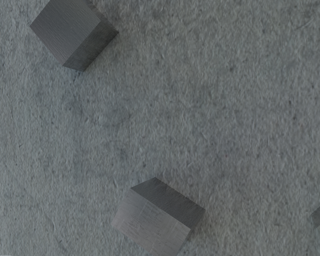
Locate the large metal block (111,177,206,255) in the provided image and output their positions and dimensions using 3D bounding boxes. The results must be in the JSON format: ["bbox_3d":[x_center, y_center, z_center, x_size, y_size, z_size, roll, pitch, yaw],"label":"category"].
[{"bbox_3d":[0.001,0.108,0.379,0.080,0.080,0.050,30,100,17],"label":"large metal block"}]

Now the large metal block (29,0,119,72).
[{"bbox_3d":[-0.120,-0.139,0.437,0.080,0.050,0.080,-44,77,14],"label":"large metal block"}]

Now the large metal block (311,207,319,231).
[{"bbox_3d":[0.221,0.098,0.318,0.080,0.050,0.080,43,103,14],"label":"large metal block"}]
